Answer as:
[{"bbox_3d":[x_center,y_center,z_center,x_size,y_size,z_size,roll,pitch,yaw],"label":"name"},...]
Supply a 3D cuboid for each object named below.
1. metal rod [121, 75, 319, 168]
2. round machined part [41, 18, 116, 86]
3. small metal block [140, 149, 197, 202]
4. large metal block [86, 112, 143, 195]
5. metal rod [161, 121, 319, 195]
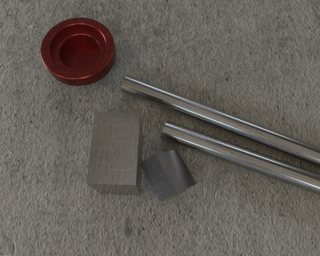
[{"bbox_3d":[0.091,-0.007,0.411,0.301,0.025,0.025,21,71,7],"label":"metal rod"},{"bbox_3d":[-0.111,-0.102,0.435,0.099,0.042,0.098,0,70,-1],"label":"round machined part"},{"bbox_3d":[0.011,0.056,0.372,0.025,0.050,0.050,-40,70,28],"label":"small metal block"},{"bbox_3d":[-0.048,0.033,0.366,0.050,0.080,0.080,2,70,0],"label":"large metal block"},{"bbox_3d":[0.147,0.052,0.390,0.301,0.025,0.025,19,71,6],"label":"metal rod"}]
